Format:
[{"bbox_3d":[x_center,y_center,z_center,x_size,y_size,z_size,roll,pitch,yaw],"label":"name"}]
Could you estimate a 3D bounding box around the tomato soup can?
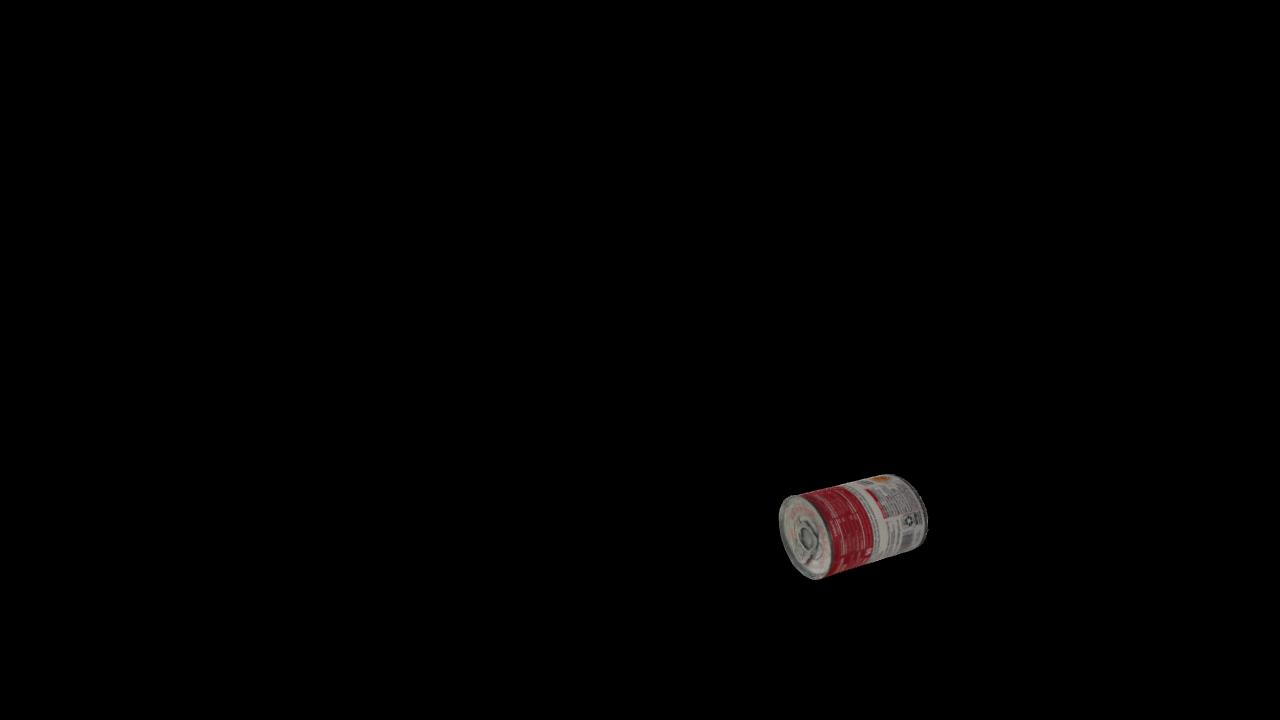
[{"bbox_3d":[0.177,0.135,0.511,0.101,0.068,0.068,-8,3,-22],"label":"tomato soup can"}]
